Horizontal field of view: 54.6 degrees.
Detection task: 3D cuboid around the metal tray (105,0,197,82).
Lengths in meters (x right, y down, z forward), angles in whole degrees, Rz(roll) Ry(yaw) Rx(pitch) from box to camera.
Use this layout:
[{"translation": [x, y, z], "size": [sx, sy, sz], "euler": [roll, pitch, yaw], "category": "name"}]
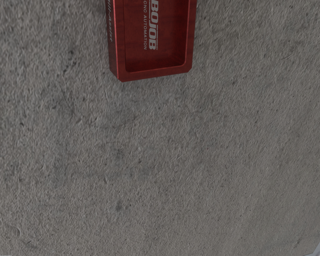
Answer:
[{"translation": [-0.009, -0.119, 0.324], "size": [0.091, 0.030, 0.129], "euler": [-12, 124, -22], "category": "metal tray"}]
